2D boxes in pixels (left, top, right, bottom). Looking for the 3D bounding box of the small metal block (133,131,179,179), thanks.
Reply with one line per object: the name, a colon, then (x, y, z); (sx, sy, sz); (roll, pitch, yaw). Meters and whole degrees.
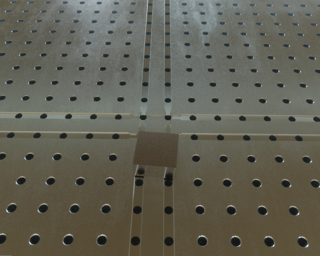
small metal block: (-0.004, 0.033, 0.380); (0.050, 0.025, 0.050); (5, 50, 3)
